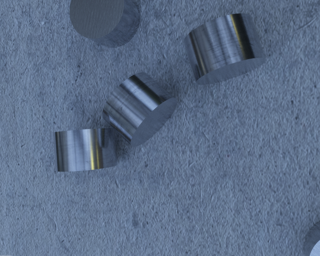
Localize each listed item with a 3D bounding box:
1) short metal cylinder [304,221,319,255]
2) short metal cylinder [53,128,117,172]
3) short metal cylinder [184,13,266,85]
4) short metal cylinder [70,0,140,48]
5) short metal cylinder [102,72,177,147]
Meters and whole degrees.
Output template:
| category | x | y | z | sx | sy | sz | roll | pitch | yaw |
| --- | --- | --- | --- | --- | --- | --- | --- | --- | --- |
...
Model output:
| category | x | y | z | sx | sy | sz | roll | pitch | yaw |
| --- | --- | --- | --- | --- | --- | --- | --- | --- | --- |
| short metal cylinder | 0.198 | 0.140 | 0.326 | 0.080 | 0.050 | 0.080 | 0 | 90 | 20 |
| short metal cylinder | -0.099 | 0.028 | 0.415 | 0.080 | 0.080 | 0.050 | -5 | 89 | 20 |
| short metal cylinder | 0.073 | -0.087 | 0.354 | 0.080 | 0.080 | 0.050 | -18 | 84 | 19 |
| short metal cylinder | -0.074 | -0.155 | 0.422 | 0.080 | 0.050 | 0.080 | 0 | 90 | 20 |
| short metal cylinder | -0.025 | -0.023 | 0.388 | 0.050 | 0.080 | 0.080 | 43 | 103 | 15 |
